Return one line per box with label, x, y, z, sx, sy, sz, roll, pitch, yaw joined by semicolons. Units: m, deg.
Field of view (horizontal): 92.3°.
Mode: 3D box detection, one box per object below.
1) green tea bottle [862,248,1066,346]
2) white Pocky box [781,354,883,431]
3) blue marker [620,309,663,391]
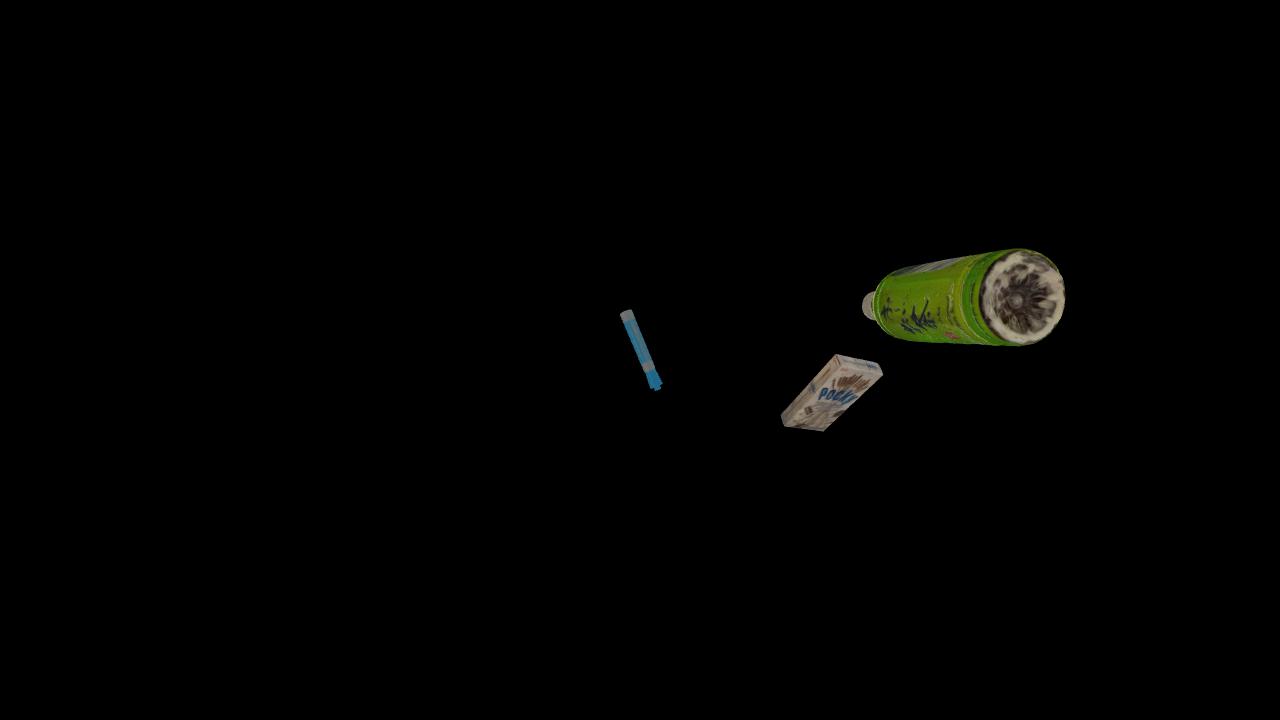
green tea bottle;0.255;-0.050;0.528;0.073;0.073;0.212;0;5;-5
white Pocky box;0.294;0.055;0.954;0.084;0.028;0.154;10;-44;-22
blue marker;0.003;-0.013;0.868;0.020;0.121;0.020;-22;-8;-3
